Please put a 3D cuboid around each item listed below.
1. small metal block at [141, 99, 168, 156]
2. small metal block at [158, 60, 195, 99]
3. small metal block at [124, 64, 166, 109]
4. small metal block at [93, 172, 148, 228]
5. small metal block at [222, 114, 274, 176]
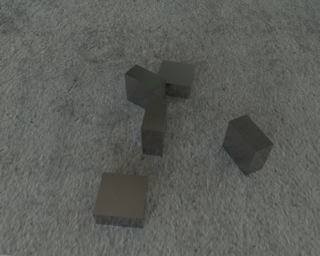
[{"bbox_3d":[-0.006,-0.001,0.387,0.025,0.050,0.050,6,50,4],"label":"small metal block"},{"bbox_3d":[0.023,-0.074,0.465,0.050,0.025,0.050,10,51,8],"label":"small metal block"},{"bbox_3d":[-0.020,-0.053,0.432,0.050,0.050,0.025,29,56,21],"label":"small metal block"},{"bbox_3d":[-0.041,0.078,0.337,0.050,0.025,0.050,4,50,3],"label":"small metal block"},{"bbox_3d":[0.103,0.021,0.371,0.025,0.050,0.050,-21,53,-17],"label":"small metal block"}]
